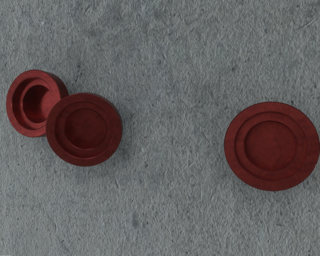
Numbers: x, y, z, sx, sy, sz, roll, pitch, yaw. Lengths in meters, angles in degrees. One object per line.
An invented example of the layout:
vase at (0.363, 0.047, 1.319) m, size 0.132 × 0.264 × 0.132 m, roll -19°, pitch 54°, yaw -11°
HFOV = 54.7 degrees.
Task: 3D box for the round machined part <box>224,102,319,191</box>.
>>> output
round machined part at (0.126, 0.020, 0.355) m, size 0.098 × 0.042 × 0.097 m, roll 0°, pitch 90°, yaw 20°

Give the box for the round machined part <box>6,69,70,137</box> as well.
round machined part at (-0.175, -0.035, 0.462) m, size 0.098 × 0.042 × 0.097 m, roll 0°, pitch 90°, yaw 20°

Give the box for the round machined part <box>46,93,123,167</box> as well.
round machined part at (-0.100, 0.000, 0.423) m, size 0.099 × 0.042 × 0.097 m, roll 0°, pitch 100°, yaw -2°
